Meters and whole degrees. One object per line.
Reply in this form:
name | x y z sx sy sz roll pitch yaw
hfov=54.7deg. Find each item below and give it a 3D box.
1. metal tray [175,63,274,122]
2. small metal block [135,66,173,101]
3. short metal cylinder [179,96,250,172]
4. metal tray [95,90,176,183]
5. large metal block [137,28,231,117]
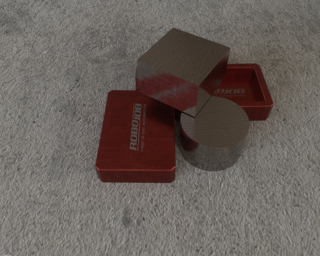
metal tray | 0.085 -0.052 0.446 0.131 0.030 0.090 -1 50 -1
small metal block | -0.008 -0.060 0.439 0.050 0.050 0.025 1 50 0
short metal cylinder | 0.065 0.007 0.383 0.080 0.050 0.080 0 50 0
metal tray | -0.027 0.007 0.397 0.091 0.030 0.130 1 50 0
large metal block | 0.029 -0.071 0.382 0.080 0.050 0.080 26 55 20
